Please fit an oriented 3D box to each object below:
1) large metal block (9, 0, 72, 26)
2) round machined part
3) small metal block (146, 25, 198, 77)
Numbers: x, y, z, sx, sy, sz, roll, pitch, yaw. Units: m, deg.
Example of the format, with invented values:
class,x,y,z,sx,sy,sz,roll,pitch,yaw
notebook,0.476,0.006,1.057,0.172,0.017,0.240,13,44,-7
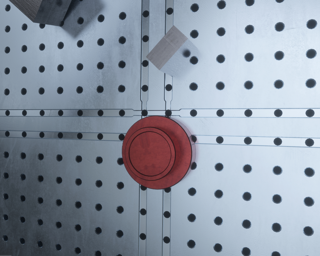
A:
class,x,y,z,sx,sy,sz,roll,pitch,yaw
large metal block,-0.174,-0.208,0.450,0.080,0.050,0.080,42,116,15
round machined part,-0.006,0.032,0.405,0.098,0.042,0.097,0,90,19
small metal block,0.016,-0.096,0.393,0.050,0.050,0.025,-46,76,14
